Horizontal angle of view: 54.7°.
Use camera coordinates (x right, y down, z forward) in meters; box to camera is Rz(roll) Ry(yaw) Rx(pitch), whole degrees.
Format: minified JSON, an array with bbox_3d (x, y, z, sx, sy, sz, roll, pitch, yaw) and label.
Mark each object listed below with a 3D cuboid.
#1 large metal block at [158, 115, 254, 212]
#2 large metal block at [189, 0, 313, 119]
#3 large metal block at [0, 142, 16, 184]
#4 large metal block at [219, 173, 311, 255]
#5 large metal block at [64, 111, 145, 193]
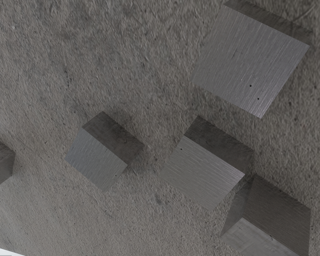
[{"bbox_3d":[0.056,0.045,0.389,0.080,0.050,0.079,33,129,6],"label":"large metal block"},{"bbox_3d":[0.086,-0.069,0.302,0.080,0.050,0.079,30,128,9],"label":"large metal block"},{"bbox_3d":[-0.333,0.079,0.596,0.050,0.080,0.079,35,129,5],"label":"large metal block"},{"bbox_3d":[0.129,0.116,0.375,0.080,0.080,0.050,34,129,6],"label":"large metal block"},{"bbox_3d":[-0.083,0.036,0.457,0.080,0.050,0.080,39,129,1],"label":"large metal block"}]
